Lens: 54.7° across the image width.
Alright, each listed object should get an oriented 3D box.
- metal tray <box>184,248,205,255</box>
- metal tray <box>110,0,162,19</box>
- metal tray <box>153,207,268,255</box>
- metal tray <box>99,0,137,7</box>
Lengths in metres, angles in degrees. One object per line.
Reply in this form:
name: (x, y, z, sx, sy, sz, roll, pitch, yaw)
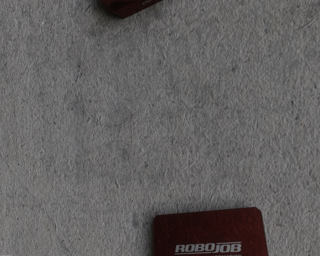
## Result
metal tray: (0.035, 0.232, 0.393, 0.090, 0.030, 0.129, 39, 102, 15)
metal tray: (-0.015, -0.216, 0.412, 0.130, 0.030, 0.090, -19, 84, 19)
metal tray: (0.059, 0.146, 0.366, 0.130, 0.030, 0.090, -10, 65, 17)
metal tray: (-0.040, -0.229, 0.387, 0.090, 0.030, 0.129, -4, 89, 19)
